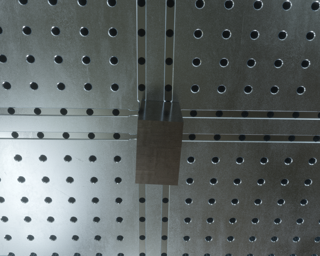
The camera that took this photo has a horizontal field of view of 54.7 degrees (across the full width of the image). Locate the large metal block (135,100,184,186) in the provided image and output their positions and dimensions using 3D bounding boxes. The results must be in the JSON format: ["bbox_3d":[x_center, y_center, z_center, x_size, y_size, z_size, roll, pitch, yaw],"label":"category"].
[{"bbox_3d":[-0.002,0.016,0.389,0.050,0.080,0.079,3,110,-2],"label":"large metal block"}]
